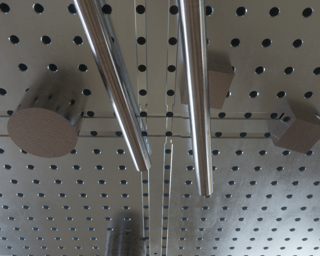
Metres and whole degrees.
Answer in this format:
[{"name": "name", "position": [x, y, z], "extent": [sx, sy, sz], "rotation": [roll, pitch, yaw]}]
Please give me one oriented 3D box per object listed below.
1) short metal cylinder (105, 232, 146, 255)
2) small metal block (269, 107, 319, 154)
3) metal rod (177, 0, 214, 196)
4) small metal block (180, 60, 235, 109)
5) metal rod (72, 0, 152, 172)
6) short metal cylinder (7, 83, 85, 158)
[{"name": "short metal cylinder", "position": [-0.067, 0.247, 0.605], "extent": [0.081, 0.050, 0.079], "rotation": [0, 130, 0]}, {"name": "small metal block", "position": [0.186, 0.004, 0.417], "extent": [0.050, 0.025, 0.050], "rotation": [14, 129, -12]}, {"name": "metal rod", "position": [0.046, -0.021, 0.360], "extent": [0.025, 0.025, 0.298], "rotation": [-6, 131, 5]}, {"name": "small metal block", "position": [0.054, -0.052, 0.367], "extent": [0.050, 0.025, 0.050], "rotation": [7, 130, -7]}, {"name": "metal rod", "position": [-0.054, -0.056, 0.362], "extent": [0.025, 0.025, 0.298], "rotation": [-9, 130, 7]}, {"name": "short metal cylinder", "position": [-0.139, -0.008, 0.387], "extent": [0.081, 0.050, 0.079], "rotation": [0, 130, 0]}]
